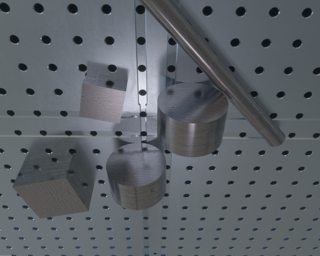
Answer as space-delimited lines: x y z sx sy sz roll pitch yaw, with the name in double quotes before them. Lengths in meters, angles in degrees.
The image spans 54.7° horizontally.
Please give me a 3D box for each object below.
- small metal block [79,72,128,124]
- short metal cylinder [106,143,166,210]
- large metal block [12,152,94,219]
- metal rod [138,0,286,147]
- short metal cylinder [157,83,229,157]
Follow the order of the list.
"small metal block" -0.070 -0.036 0.380 0.050 0.025 0.050 10 130 -9
"short metal cylinder" -0.031 0.066 0.432 0.081 0.080 0.050 -1 130 0
"large metal block" -0.157 0.088 0.469 0.080 0.050 0.080 -11 130 9
"metal rod" 0.061 -0.069 0.353 0.025 0.025 0.301 -34 123 25
"short metal cylinder" 0.037 -0.011 0.367 0.081 0.080 0.050 0 130 -1
